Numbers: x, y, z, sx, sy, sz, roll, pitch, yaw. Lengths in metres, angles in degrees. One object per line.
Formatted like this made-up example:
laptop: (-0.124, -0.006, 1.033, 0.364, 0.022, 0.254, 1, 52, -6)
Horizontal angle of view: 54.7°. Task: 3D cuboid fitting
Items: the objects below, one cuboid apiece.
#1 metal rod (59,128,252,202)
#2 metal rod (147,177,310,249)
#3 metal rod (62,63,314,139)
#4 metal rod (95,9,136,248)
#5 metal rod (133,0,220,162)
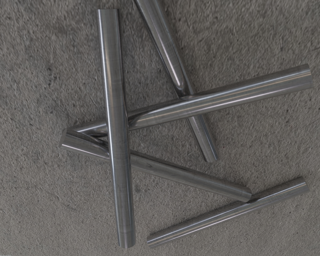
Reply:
metal rod: (0.012, 0.060, 0.434, 0.302, 0.025, 0.025, 21, 128, -26)
metal rod: (0.105, 0.153, 0.537, 0.300, 0.025, 0.025, -28, 125, 21)
metal rod: (0.012, -0.020, 0.360, 0.300, 0.025, 0.025, -13, 130, 22)
metal rod: (-0.049, 0.019, 0.366, 0.025, 0.025, 0.298, -1, 113, 1)
metal rod: (0.018, -0.066, 0.350, 0.025, 0.025, 0.299, -17, 128, 14)
